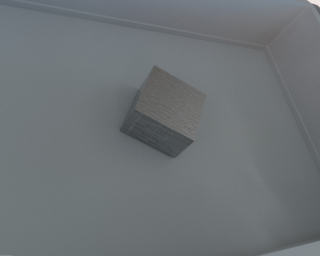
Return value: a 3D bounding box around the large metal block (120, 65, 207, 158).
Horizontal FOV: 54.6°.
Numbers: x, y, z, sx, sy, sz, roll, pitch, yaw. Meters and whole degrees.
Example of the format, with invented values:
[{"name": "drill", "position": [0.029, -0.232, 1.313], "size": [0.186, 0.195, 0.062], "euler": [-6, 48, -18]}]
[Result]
[{"name": "large metal block", "position": [0.006, -0.021, 0.401], "size": [0.080, 0.050, 0.080], "euler": [28, 52, -11]}]
